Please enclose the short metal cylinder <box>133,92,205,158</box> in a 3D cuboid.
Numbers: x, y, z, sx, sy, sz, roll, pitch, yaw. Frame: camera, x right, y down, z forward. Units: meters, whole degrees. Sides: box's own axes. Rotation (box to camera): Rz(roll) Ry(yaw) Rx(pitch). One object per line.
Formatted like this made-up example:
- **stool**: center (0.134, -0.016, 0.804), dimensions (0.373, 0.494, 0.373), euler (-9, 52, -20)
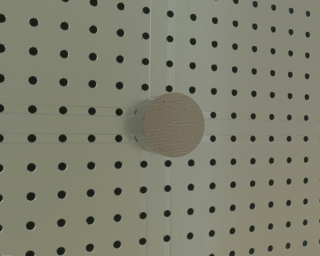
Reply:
- **short metal cylinder**: center (0.010, -0.004, 0.403), dimensions (0.081, 0.050, 0.080), euler (0, 90, -20)
